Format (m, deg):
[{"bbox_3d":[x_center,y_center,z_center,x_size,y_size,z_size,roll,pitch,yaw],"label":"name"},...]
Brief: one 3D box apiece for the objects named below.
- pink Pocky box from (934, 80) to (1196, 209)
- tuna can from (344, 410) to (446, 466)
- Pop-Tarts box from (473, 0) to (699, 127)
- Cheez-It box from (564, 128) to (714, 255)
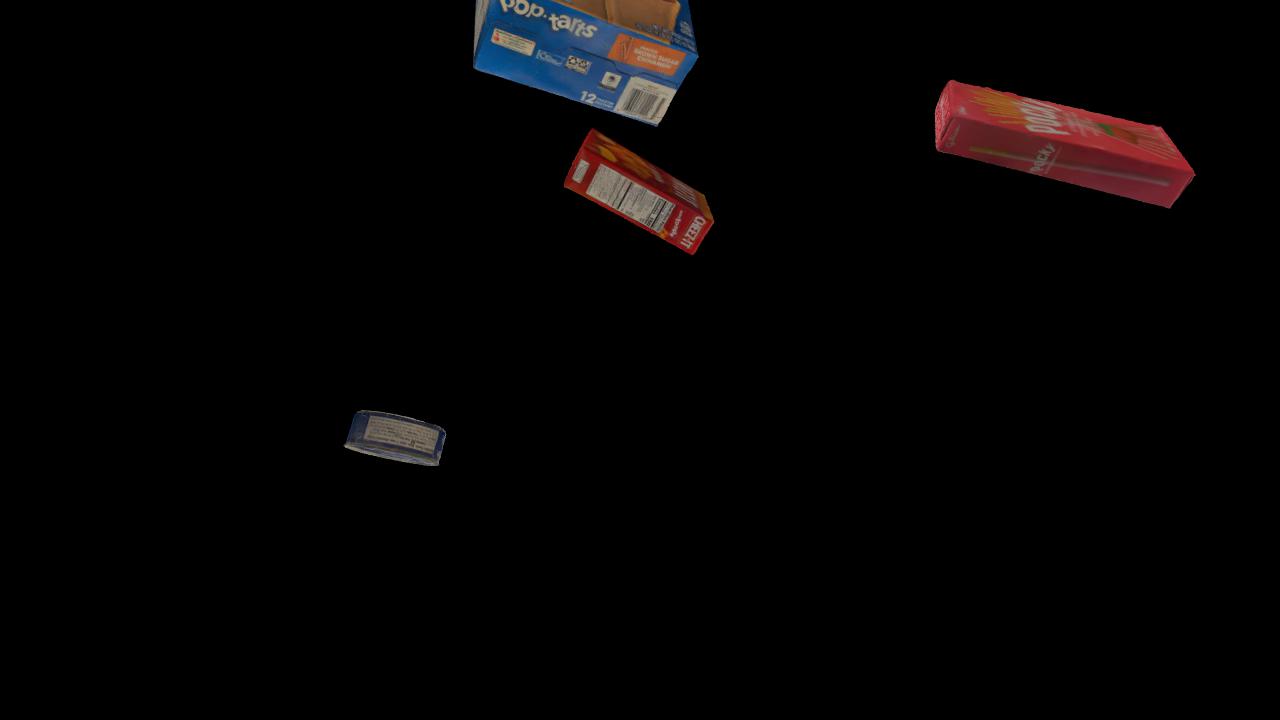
[{"bbox_3d":[0.292,-0.157,0.437,0.155,0.029,0.084,18,44,10],"label":"pink Pocky box"},{"bbox_3d":[-0.224,0.073,0.568,0.084,0.034,0.084,9,-18,3],"label":"tuna can"},{"bbox_3d":[-0.047,-0.298,0.517,0.167,0.141,0.083,8,-29,-25],"label":"Pop-Tarts box"},{"bbox_3d":[0.001,-0.265,0.961,0.223,0.071,0.166,27,26,-13],"label":"Cheez-It box"}]
